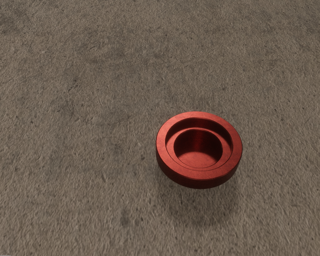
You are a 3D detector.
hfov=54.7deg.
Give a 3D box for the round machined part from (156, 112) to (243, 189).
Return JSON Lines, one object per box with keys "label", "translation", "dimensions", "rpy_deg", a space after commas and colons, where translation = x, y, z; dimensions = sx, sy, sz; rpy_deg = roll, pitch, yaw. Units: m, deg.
{"label": "round machined part", "translation": [0.044, 0.030, 0.368], "dimensions": [0.099, 0.042, 0.098], "rpy_deg": [0, 50, 0]}
